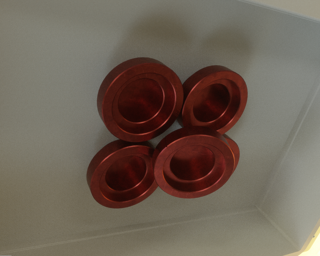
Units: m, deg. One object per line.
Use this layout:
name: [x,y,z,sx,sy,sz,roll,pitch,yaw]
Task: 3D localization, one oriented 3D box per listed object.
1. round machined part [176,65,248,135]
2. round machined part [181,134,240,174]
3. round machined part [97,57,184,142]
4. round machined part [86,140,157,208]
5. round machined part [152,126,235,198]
round machined part: [0.063,-0.036,0.409,0.099,0.042,0.097,-14,125,-21]
round machined part: [0.066,0.046,0.462,0.099,0.042,0.097,-14,125,-21]
round machined part: [-0.025,-0.035,0.361,0.099,0.042,0.097,-14,125,-21]
round machined part: [-0.047,0.054,0.404,0.099,0.042,0.097,-14,125,-21]
round machined part: [0.039,0.038,0.387,0.099,0.042,0.097,-3,122,-5]
